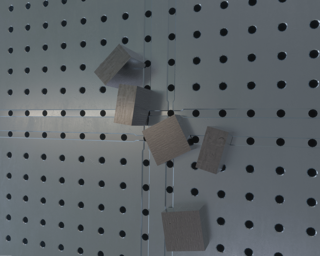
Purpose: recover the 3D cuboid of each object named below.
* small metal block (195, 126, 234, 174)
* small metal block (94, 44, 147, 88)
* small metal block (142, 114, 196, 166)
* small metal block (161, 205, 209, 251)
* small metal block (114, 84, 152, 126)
[{"bbox_3d":[0.068,0.025,0.376,0.025,0.050,0.050,17,96,19],"label":"small metal block"},{"bbox_3d":[-0.052,-0.081,0.418,0.050,0.050,0.025,-44,76,15],"label":"small metal block"},{"bbox_3d":[0.012,0.016,0.409,0.050,0.025,0.050,-27,81,18],"label":"small metal block"},{"bbox_3d":[0.033,0.130,0.401,0.050,0.025,0.050,-9,87,19],"label":"small metal block"},{"bbox_3d":[-0.035,-0.029,0.412,0.025,0.050,0.050,10,93,20],"label":"small metal block"}]
